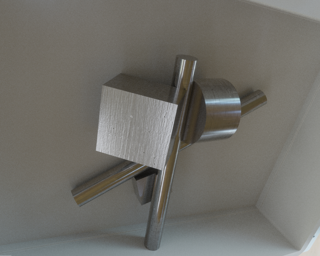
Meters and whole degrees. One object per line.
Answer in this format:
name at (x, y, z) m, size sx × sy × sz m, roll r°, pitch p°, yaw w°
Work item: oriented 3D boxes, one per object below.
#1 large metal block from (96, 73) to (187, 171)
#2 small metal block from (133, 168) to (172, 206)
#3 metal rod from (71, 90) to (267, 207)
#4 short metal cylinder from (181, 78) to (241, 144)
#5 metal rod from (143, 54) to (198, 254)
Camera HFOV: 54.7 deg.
large metal block at (-0.021, -0.008, 0.350) m, size 0.080 × 0.050 × 0.079 m, roll 16°, pitch 117°, yaw 9°
small metal block at (-0.012, 0.078, 0.450) m, size 0.050 × 0.025 × 0.050 m, roll -20°, pitch 126°, yaw -17°
metal rod at (0.021, 0.023, 0.433) m, size 0.302 × 0.025 × 0.025 m, roll -28°, pitch 128°, yaw -11°
short metal cylinder at (0.055, -0.022, 0.388) m, size 0.050 × 0.080 × 0.079 m, roll -5°, pitch 121°, yaw -28°
metal rod at (0.009, 0.053, 0.412) m, size 0.025 × 0.025 × 0.298 m, roll -5°, pitch 120°, yaw -27°
